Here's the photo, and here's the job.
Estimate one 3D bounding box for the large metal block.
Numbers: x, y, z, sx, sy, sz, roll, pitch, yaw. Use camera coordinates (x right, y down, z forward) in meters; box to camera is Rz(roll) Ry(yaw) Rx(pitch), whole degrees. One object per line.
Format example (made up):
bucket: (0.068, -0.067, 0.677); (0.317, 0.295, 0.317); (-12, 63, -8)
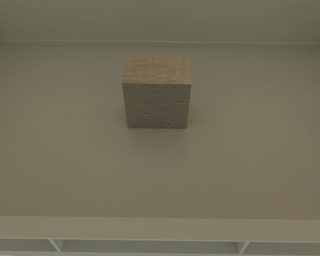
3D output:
large metal block: (-0.003, -0.045, 0.405); (0.080, 0.080, 0.050); (1, 50, 0)
